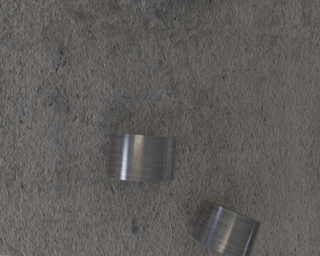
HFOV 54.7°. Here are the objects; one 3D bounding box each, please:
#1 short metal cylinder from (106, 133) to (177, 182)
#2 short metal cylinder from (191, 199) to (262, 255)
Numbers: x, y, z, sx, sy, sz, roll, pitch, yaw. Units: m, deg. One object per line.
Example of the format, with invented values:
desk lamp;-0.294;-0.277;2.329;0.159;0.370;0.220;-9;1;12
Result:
short metal cylinder;-0.021;0.033;0.372;0.081;0.080;0.050;5;89;-20
short metal cylinder;0.088;0.134;0.412;0.080;0.080;0.050;24;82;-19
